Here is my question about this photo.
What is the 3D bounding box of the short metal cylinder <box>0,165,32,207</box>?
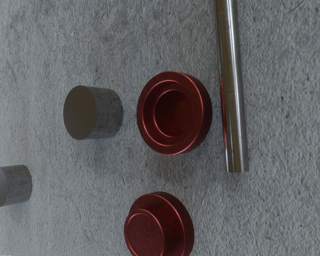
[{"bbox_3d":[-0.308,0.118,0.638,0.080,0.050,0.079,0,90,39],"label":"short metal cylinder"}]

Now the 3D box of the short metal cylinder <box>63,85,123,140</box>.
[{"bbox_3d":[-0.102,-0.022,0.470,0.080,0.050,0.079,0,90,39],"label":"short metal cylinder"}]

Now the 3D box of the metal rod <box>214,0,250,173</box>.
[{"bbox_3d":[0.075,-0.102,0.342,0.025,0.025,0.298,-6,86,39],"label":"metal rod"}]

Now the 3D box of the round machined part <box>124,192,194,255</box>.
[{"bbox_3d":[-0.008,0.134,0.399,0.098,0.042,0.097,0,90,39],"label":"round machined part"}]

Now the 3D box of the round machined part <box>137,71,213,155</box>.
[{"bbox_3d":[0.021,-0.018,0.375,0.098,0.042,0.097,0,90,39],"label":"round machined part"}]
